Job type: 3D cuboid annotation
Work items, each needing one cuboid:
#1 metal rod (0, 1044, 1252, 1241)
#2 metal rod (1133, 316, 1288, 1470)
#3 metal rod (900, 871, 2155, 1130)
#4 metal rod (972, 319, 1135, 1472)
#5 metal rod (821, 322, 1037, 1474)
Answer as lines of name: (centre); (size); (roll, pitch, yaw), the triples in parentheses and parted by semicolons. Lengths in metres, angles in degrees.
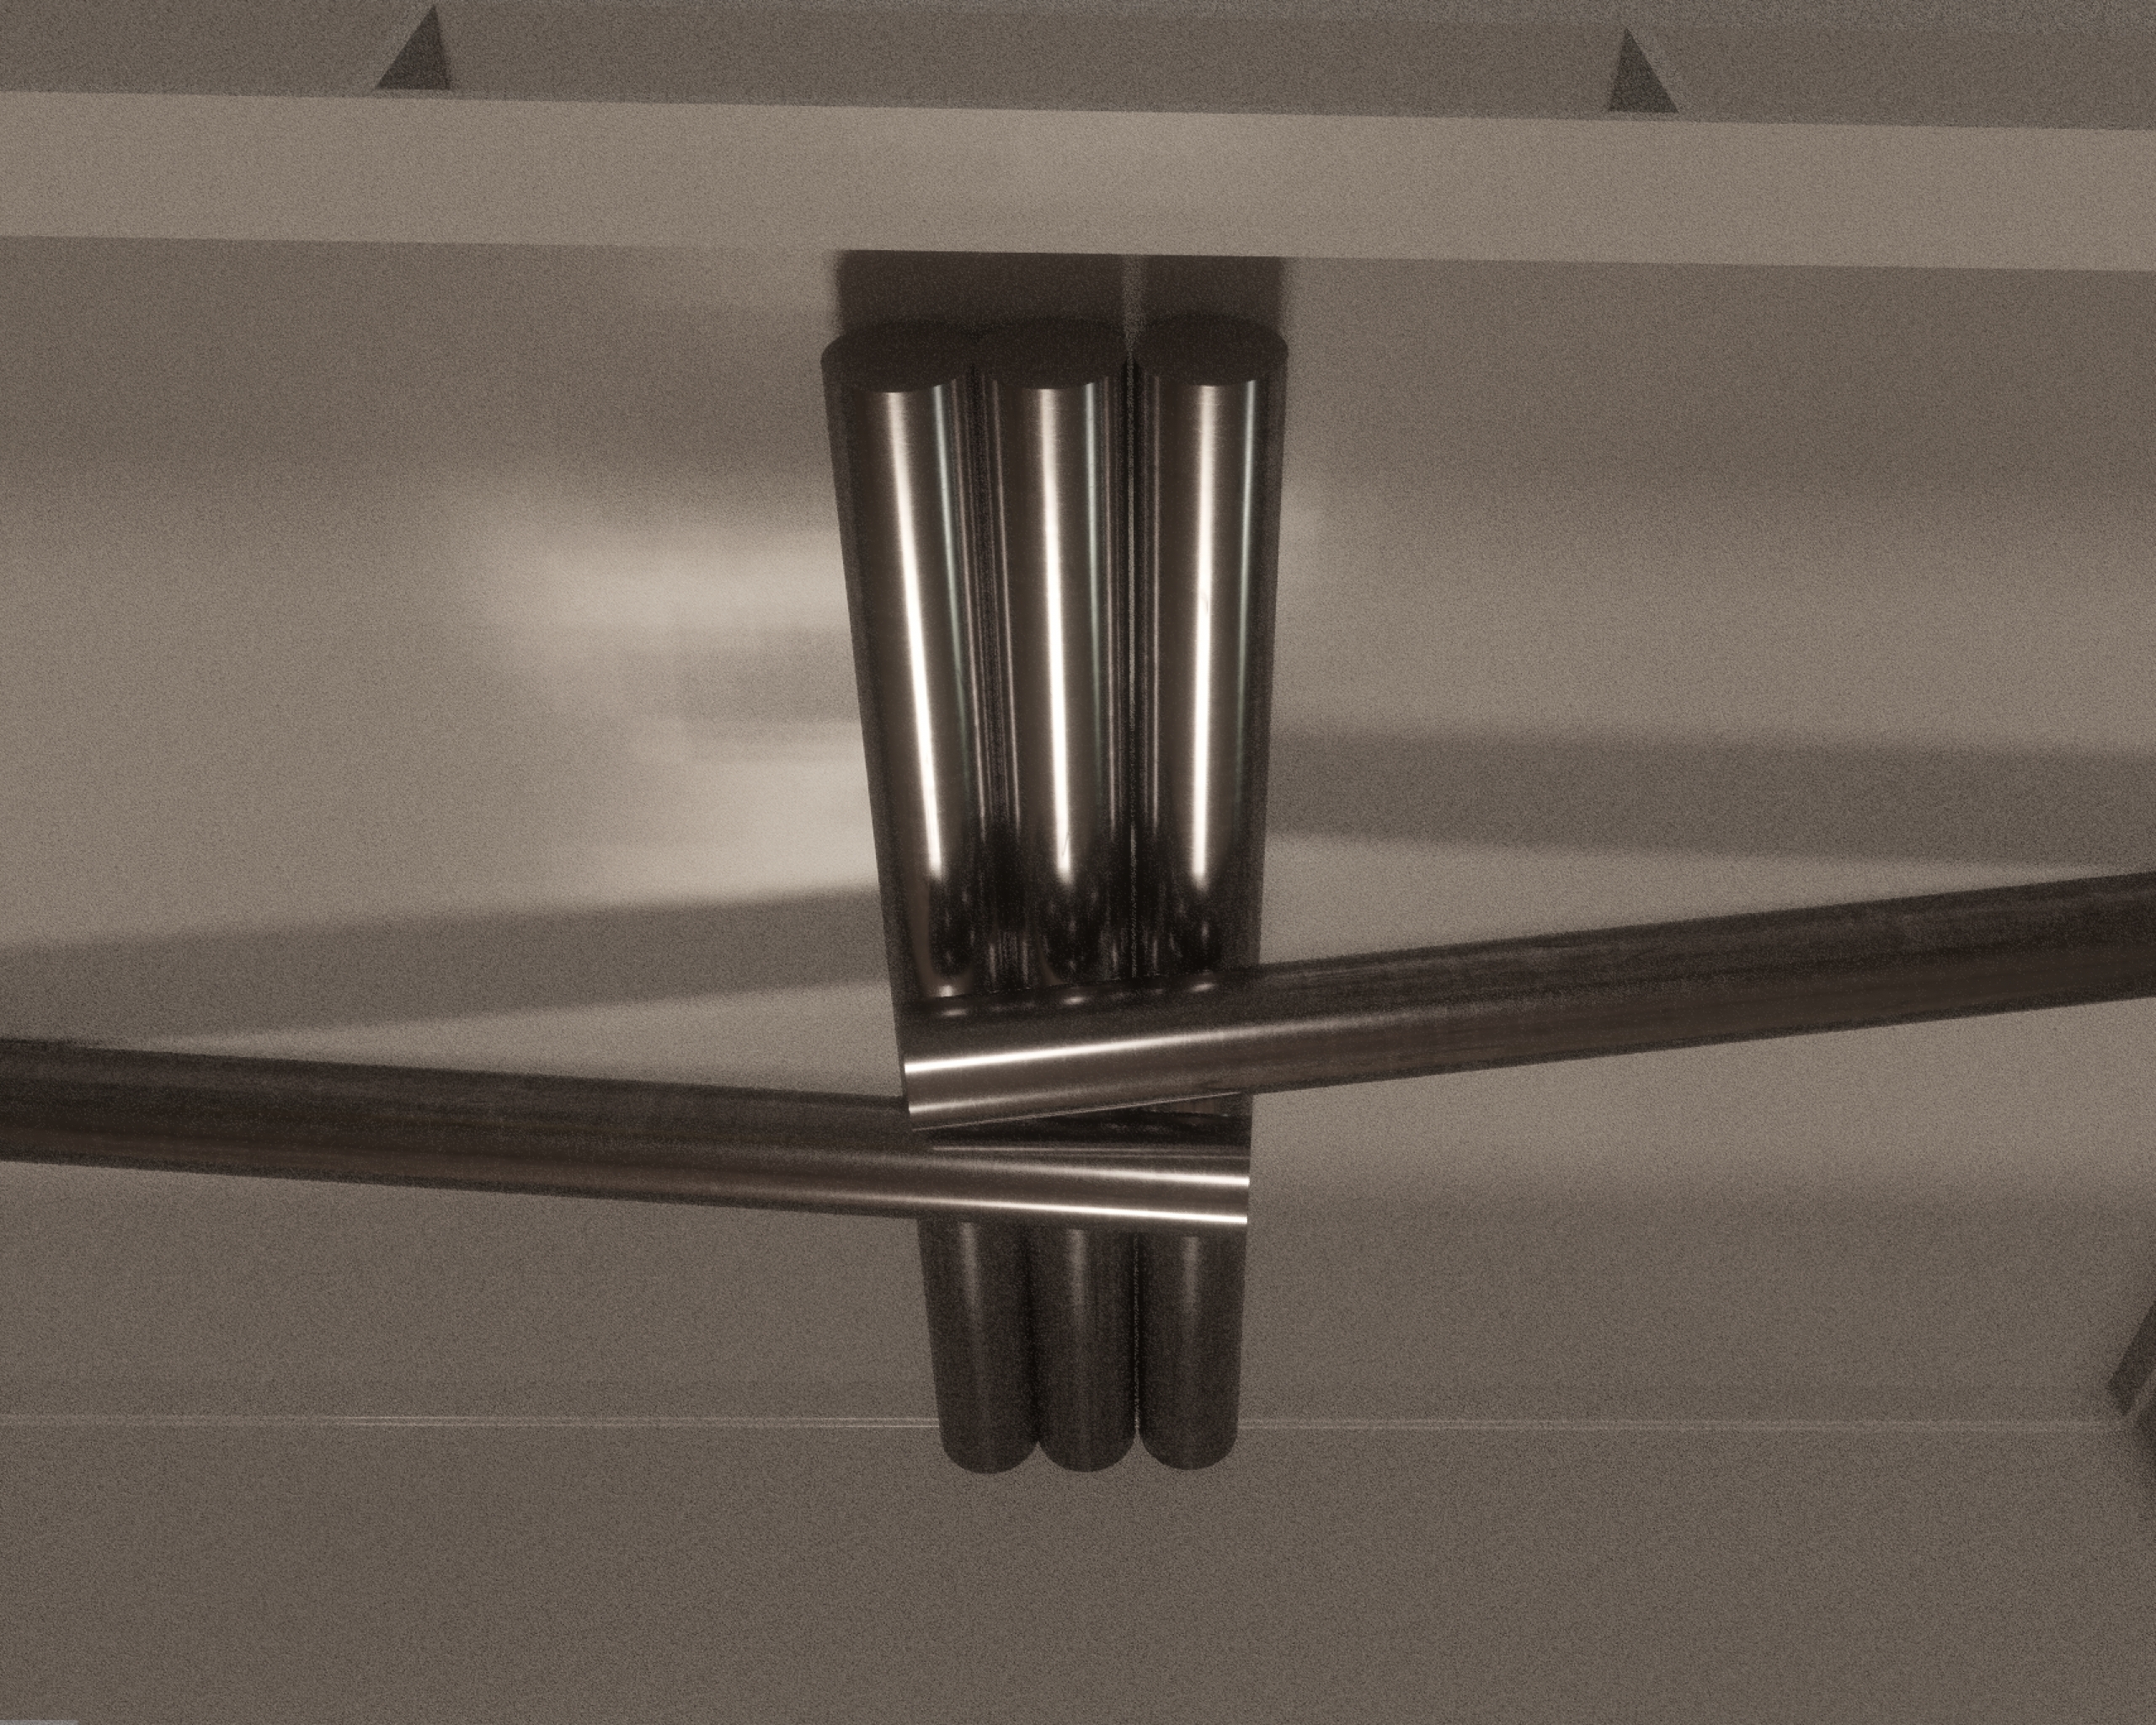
metal rod: (-0.116, 0.056, 0.432); (0.302, 0.025, 0.025); (3, 130, 5)
metal rod: (0.025, 0.030, 0.434); (0.025, 0.025, 0.298); (-1, 130, 0)
metal rod: (0.117, 0.024, 0.407); (0.302, 0.025, 0.025); (-6, 130, -4)
metal rod: (-0.001, 0.031, 0.434); (0.025, 0.025, 0.298); (-1, 130, 0)
metal rod: (-0.026, 0.031, 0.434); (0.025, 0.025, 0.298); (-1, 130, 0)
